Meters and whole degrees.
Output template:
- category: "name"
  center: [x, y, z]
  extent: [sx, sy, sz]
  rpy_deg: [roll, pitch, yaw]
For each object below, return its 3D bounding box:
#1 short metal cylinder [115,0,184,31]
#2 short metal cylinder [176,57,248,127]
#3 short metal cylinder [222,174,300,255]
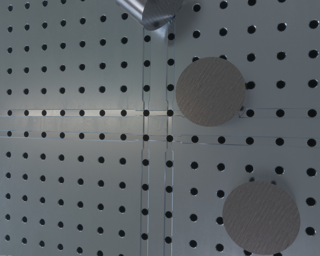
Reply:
- category: "short metal cylinder"
  center: [-0.010, -0.171, 0.387]
  extent: [0.050, 0.080, 0.080]
  rpy_deg: [44, 104, 14]
- category: "short metal cylinder"
  center: [0.065, -0.041, 0.376]
  extent: [0.080, 0.050, 0.079]
  rpy_deg: [0, 90, 20]
- category: "short metal cylinder"
  center: [0.117, 0.097, 0.358]
  extent: [0.080, 0.050, 0.079]
  rpy_deg: [0, 90, 20]
